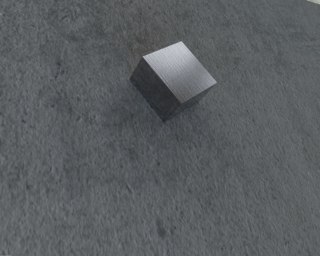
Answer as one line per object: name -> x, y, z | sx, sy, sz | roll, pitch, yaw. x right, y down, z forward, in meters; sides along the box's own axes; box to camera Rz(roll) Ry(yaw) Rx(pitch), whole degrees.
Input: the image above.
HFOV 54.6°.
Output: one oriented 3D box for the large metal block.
large metal block -> 0.019, -0.066, 0.438 | 0.081, 0.050, 0.080 | -32, 80, -38
